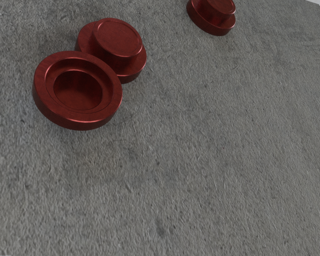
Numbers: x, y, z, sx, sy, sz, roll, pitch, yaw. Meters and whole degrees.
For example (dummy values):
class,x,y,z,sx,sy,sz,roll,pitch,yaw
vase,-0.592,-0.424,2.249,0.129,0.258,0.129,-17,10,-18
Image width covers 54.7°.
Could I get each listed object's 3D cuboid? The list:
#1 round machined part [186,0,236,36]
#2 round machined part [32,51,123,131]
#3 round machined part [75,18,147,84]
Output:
class,x,y,z,sx,sy,sz,roll,pitch,yaw
round machined part,0.103,-0.226,0.586,0.099,0.042,0.098,14,56,-21
round machined part,-0.098,-0.039,0.364,0.099,0.042,0.098,14,56,-21
round machined part,-0.063,-0.112,0.427,0.099,0.042,0.098,14,56,-21
